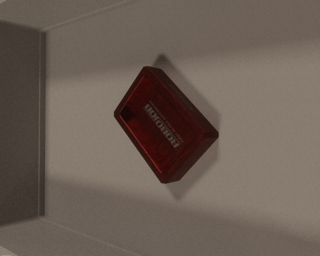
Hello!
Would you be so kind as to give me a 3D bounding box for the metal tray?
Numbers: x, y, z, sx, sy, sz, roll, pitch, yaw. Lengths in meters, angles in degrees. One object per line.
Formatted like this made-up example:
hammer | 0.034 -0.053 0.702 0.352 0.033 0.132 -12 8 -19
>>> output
metal tray | 0.002 -0.006 0.400 0.130 0.030 0.090 52 120 27
